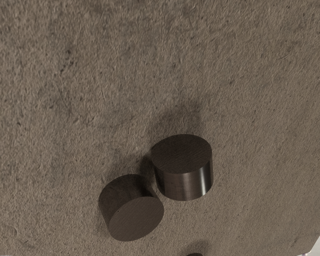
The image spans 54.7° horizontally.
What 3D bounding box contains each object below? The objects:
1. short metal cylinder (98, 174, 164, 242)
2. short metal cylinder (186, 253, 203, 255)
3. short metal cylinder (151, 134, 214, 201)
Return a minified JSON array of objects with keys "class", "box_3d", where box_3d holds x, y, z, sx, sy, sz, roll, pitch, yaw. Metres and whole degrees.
[{"class":"short metal cylinder","box_3d":[-0.041,0.113,0.439,0.081,0.050,0.079,-14,125,-21]},{"class":"short metal cylinder","box_3d":[0.066,0.296,0.613,0.081,0.050,0.079,-14,125,-21]},{"class":"short metal cylinder","box_3d":[0.031,0.052,0.423,0.081,0.080,0.050,-21,127,-16]}]
